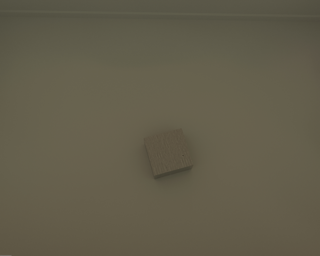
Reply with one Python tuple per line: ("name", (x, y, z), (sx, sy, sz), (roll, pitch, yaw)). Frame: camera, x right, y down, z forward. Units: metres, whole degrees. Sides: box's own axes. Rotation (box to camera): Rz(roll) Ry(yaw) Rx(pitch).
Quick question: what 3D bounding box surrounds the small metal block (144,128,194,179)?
("small metal block", (0.010, 0.033, 0.398), (0.050, 0.025, 0.050), (-15, 71, -6))
